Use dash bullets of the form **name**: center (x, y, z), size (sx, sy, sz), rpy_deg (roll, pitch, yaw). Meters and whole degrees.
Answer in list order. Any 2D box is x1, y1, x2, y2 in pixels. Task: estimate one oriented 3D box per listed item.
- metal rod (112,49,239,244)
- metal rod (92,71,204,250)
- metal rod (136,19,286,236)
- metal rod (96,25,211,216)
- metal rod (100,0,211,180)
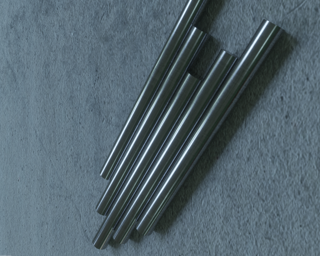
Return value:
- **metal rod**: center (0.010, 0.039, 0.396), size (0.025, 0.025, 0.298), rpy_deg (44, 116, 31)
- **metal rod**: center (-0.025, 0.058, 0.425), size (0.025, 0.025, 0.298), rpy_deg (44, 116, 31)
- **metal rod**: center (0.046, 0.017, 0.366), size (0.025, 0.025, 0.298), rpy_deg (44, 116, 31)
- **metal rod**: center (-0.019, 0.005, 0.420), size (0.025, 0.025, 0.298), rpy_deg (44, 116, 31)
- **metal rod**: center (-0.012, -0.049, 0.414), size (0.025, 0.025, 0.298), rpy_deg (44, 116, 31)
